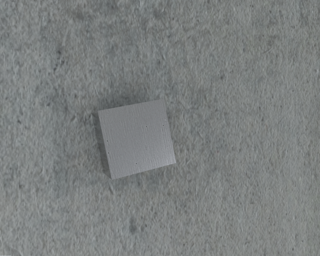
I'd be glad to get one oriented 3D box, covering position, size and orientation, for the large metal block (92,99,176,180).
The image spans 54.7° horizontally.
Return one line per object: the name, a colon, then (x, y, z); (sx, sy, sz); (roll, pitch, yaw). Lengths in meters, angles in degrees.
large metal block: (-0.034, 0.012, 0.384); (0.081, 0.050, 0.079); (-12, 94, -20)
